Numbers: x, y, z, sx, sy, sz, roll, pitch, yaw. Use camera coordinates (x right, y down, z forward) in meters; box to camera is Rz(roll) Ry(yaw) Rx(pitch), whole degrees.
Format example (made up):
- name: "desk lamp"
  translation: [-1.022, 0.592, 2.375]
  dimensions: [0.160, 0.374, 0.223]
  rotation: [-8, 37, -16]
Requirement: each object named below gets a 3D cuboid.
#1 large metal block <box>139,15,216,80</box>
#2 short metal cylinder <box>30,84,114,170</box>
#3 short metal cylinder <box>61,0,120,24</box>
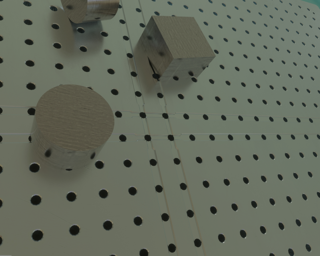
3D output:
- name: "large metal block"
  translation: [0.026, -0.126, 0.483]
  dimensions: [0.081, 0.050, 0.080]
  rotation: [-12, 68, -33]
- name: "short metal cylinder"
  translation: [-0.097, -0.001, 0.340]
  dimensions: [0.081, 0.050, 0.080]
  rotation: [14, 56, -21]
- name: "short metal cylinder"
  translation: [-0.101, -0.191, 0.435]
  dimensions: [0.050, 0.080, 0.080]
  rotation: [-22, 74, -36]
